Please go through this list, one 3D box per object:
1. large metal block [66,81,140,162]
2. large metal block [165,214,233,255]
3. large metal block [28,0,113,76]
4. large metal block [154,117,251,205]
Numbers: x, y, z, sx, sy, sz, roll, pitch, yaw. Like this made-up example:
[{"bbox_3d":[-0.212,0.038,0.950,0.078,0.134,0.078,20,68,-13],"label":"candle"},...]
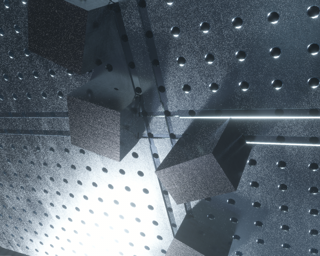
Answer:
[{"bbox_3d":[-0.078,-0.010,0.431,0.080,0.050,0.079,18,126,18],"label":"large metal block"},{"bbox_3d":[0.056,0.196,0.487,0.080,0.050,0.079,27,128,11],"label":"large metal block"},{"bbox_3d":[-0.110,-0.123,0.378,0.080,0.050,0.079,27,128,11],"label":"large metal block"},{"bbox_3d":[0.053,0.039,0.372,0.080,0.080,0.050,-24,105,36],"label":"large metal block"}]
